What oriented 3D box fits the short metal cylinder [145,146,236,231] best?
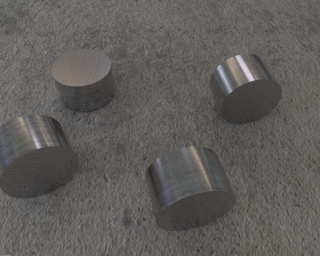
[{"bbox_3d":[0.029,0.063,0.315,0.081,0.080,0.050,-11,51,-9],"label":"short metal cylinder"}]

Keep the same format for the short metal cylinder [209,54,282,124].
[{"bbox_3d":[0.112,-0.050,0.410,0.081,0.080,0.050,-9,51,-7],"label":"short metal cylinder"}]

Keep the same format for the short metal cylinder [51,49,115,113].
[{"bbox_3d":[-0.108,-0.068,0.444,0.080,0.050,0.080,0,50,0],"label":"short metal cylinder"}]

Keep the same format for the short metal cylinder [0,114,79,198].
[{"bbox_3d":[-0.137,0.032,0.340,0.081,0.080,0.050,-25,54,-19],"label":"short metal cylinder"}]
